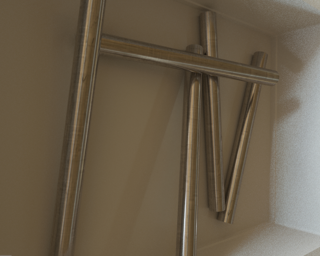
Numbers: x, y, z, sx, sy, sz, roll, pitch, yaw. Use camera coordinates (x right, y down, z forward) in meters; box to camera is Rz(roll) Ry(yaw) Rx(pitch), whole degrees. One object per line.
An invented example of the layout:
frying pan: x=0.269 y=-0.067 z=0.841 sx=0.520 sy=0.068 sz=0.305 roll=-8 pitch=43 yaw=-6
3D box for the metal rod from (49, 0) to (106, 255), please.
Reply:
metal rod: x=-0.086 y=0.014 z=0.315 sx=0.025 sy=0.025 sz=0.298 roll=6 pitch=92 yaw=-40

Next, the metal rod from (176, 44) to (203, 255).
metal rod: x=0.040 y=0.028 z=0.406 sx=0.025 sy=0.025 sz=0.299 roll=18 pitch=69 yaw=-39

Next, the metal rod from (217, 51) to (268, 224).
metal rod: x=0.143 y=0.009 z=0.525 sx=0.025 sy=0.025 sz=0.299 roll=25 pitch=74 yaw=-37

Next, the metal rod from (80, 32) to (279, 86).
metal rod: x=0.043 y=-0.086 z=0.407 sx=0.302 sy=0.025 sz=0.025 roll=4 pitch=88 yaw=-29

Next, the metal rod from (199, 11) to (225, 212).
metal rod: x=0.080 y=-0.023 z=0.473 sx=0.025 sy=0.025 sz=0.298 roll=-6 pitch=94 yaw=-40
